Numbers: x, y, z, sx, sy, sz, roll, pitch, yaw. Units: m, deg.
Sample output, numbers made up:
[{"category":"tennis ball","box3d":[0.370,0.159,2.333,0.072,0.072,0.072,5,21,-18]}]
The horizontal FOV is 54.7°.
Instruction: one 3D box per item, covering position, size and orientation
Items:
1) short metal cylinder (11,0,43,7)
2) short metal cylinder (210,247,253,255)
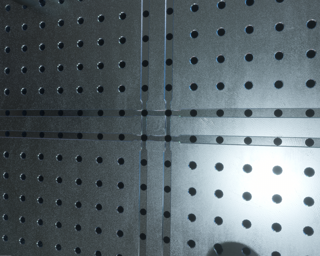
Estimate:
[{"category":"short metal cylinder","box3d":[-0.215,-0.234,0.473,0.080,0.050,0.079,0,90,19]},{"category":"short metal cylinder","box3d":[0.085,0.192,0.369,0.080,0.050,0.079,0,90,19]}]
